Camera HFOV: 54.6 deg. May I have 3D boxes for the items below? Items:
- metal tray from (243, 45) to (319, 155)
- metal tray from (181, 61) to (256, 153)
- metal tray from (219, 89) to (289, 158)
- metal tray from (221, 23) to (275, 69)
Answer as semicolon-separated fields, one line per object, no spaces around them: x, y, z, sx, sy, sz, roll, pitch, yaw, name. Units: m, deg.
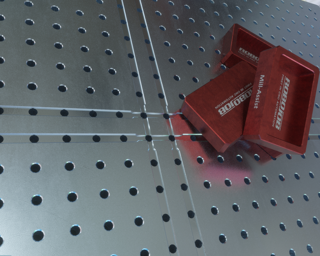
0.170;-0.036;0.430;0.091;0.030;0.130;18;80;-26;metal tray
0.107;-0.035;0.456;0.131;0.030;0.090;-34;72;-24;metal tray
0.162;-0.025;0.506;0.130;0.030;0.090;41;51;-1;metal tray
0.181;-0.130;0.580;0.131;0.030;0.090;25;53;-13;metal tray
